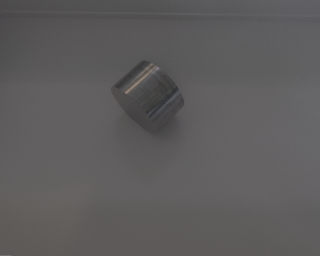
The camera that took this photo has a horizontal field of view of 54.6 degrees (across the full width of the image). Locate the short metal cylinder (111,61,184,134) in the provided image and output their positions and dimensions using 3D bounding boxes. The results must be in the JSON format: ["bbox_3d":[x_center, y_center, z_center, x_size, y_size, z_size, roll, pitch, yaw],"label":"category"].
[{"bbox_3d":[-0.016,-0.038,0.394,0.080,0.080,0.050,41,75,13],"label":"short metal cylinder"}]
